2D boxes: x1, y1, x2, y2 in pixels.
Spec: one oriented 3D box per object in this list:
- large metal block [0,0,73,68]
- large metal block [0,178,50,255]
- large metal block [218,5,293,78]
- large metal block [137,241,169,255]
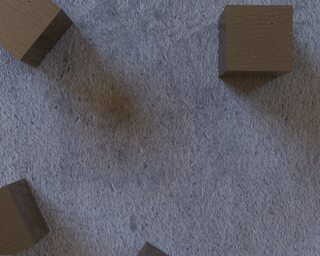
[{"bbox_3d":[-0.174,-0.137,0.396,0.080,0.050,0.080,39,90,0],"label":"large metal block"},{"bbox_3d":[-0.203,0.121,0.396,0.080,0.050,0.080,-25,90,0],"label":"large metal block"},{"bbox_3d":[0.120,-0.109,0.398,0.081,0.050,0.080,0,90,0],"label":"large metal block"},{"bbox_3d":[-0.007,0.210,0.397,0.080,0.050,0.080,34,90,0],"label":"large metal block"}]
